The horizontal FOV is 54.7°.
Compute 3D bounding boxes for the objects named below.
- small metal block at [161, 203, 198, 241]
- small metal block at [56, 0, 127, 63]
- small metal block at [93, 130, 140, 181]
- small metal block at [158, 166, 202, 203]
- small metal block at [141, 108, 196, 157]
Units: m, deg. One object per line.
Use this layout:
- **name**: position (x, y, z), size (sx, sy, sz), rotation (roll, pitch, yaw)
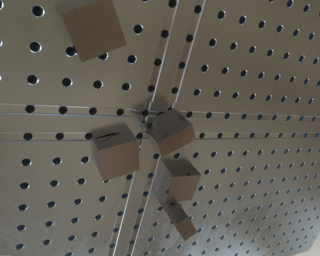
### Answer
- **small metal block**: position (0.031, 0.147, 0.505), size (0.025, 0.050, 0.050), rotation (-33, 129, -7)
- **small metal block**: position (-0.068, -0.101, 0.312), size (0.050, 0.025, 0.050), rotation (-26, 128, -13)
- **small metal block**: position (-0.056, 0.036, 0.404), size (0.050, 0.025, 0.050), rotation (-15, 125, -20)
- **small metal block**: position (0.030, 0.088, 0.484), size (0.050, 0.025, 0.050), rotation (2, 118, -30)
- **small metal block**: position (0.011, 0.004, 0.405), size (0.050, 0.050, 0.025), rotation (-26, 128, -12)
